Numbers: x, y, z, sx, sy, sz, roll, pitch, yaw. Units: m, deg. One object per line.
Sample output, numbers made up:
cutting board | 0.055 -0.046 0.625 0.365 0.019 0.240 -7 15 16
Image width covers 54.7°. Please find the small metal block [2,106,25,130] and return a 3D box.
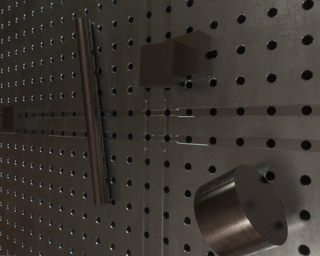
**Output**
small metal block | -0.314 -0.021 0.664 0.050 0.025 0.050 2 91 39

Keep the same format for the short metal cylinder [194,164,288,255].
short metal cylinder | 0.080 0.083 0.307 0.050 0.081 0.080 -37 68 33

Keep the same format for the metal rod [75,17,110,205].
metal rod | -0.108 -0.030 0.495 0.025 0.025 0.298 -12 82 39

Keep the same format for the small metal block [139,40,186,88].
small metal block | 0.003 -0.075 0.373 0.050 0.025 0.050 4 93 39

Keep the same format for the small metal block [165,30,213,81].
small metal block | 0.035 -0.086 0.379 0.050 0.025 0.050 -5 87 39
